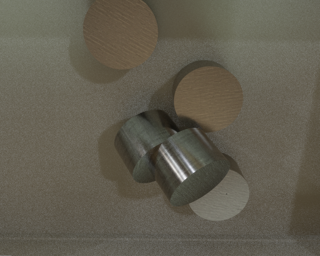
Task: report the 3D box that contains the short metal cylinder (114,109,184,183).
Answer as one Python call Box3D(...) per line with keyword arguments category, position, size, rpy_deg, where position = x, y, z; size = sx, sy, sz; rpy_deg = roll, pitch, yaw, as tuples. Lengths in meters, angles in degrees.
Box3D(category="short metal cylinder", position=(-0.009, 0.023, 0.385), size=(0.081, 0.050, 0.080), rpy_deg=(-25, 146, -18))

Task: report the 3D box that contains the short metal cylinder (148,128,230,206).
Box3D(category="short metal cylinder", position=(0.033, 0.046, 0.360), size=(0.081, 0.050, 0.080), rpy_deg=(-25, 146, -18))

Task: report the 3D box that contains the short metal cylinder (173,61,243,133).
Box3D(category="short metal cylinder", position=(0.056, -0.040, 0.383), size=(0.081, 0.050, 0.079), rpy_deg=(0, 110, 0))

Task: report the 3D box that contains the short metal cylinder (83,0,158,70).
Box3D(category="short metal cylinder", position=(-0.042, -0.111, 0.356), size=(0.081, 0.050, 0.079), rpy_deg=(0, 110, 0))

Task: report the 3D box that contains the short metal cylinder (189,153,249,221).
Box3D(category="short metal cylinder", position=(0.076, 0.079, 0.428), size=(0.081, 0.050, 0.079), rpy_deg=(0, 110, 0))
